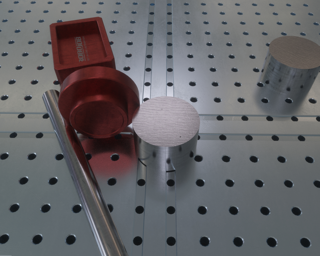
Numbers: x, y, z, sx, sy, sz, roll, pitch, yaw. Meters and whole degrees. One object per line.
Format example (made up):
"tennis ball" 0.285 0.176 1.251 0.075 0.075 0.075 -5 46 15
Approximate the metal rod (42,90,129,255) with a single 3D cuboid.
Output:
"metal rod" -0.089 0.057 0.358 0.025 0.025 0.300 -21 53 -17

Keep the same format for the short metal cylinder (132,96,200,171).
"short metal cylinder" 0.007 0.006 0.386 0.081 0.050 0.080 0 50 0

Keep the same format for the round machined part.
"round machined part" -0.074 -0.024 0.379 0.099 0.097 0.042 -4 50 -4

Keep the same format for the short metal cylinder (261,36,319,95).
"short metal cylinder" 0.201 -0.097 0.474 0.080 0.050 0.080 0 50 0

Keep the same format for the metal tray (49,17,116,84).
"metal tray" -0.130 -0.133 0.514 0.091 0.030 0.130 -12 51 -10
